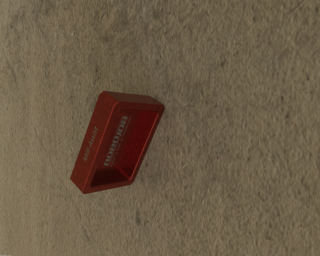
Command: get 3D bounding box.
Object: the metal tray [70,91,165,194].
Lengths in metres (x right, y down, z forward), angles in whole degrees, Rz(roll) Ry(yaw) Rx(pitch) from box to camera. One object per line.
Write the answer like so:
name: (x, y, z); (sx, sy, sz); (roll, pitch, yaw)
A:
metal tray: (-0.054, 0.019, 0.405); (0.030, 0.091, 0.129); (36, 112, 34)
